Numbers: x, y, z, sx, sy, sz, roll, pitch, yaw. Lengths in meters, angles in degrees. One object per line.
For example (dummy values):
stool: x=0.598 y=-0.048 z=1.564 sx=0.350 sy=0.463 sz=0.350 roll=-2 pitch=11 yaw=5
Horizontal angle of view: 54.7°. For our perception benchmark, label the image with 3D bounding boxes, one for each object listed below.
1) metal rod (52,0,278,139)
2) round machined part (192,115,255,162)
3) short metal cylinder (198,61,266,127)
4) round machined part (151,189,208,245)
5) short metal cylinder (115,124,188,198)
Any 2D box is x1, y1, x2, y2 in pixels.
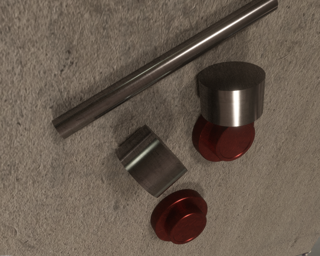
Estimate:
metal rod: x=0.012 y=-0.078 z=0.366 sx=0.301 sy=0.025 sz=0.025 roll=-32 pitch=129 yaw=-8
round machined part: x=0.101 y=0.011 z=0.460 sx=0.099 sy=0.042 sz=0.097 roll=-14 pitch=125 yaw=-21
short metal cylinder: x=0.091 y=-0.045 z=0.395 sx=0.081 sy=0.080 sz=0.050 roll=-21 pitch=127 yaw=-16
round machined part: x=0.038 y=0.153 z=0.513 sx=0.099 sy=0.042 sz=0.097 roll=-14 pitch=125 yaw=-21
short metal cylinder: x=-0.010 y=0.041 z=0.393 sx=0.050 sy=0.080 sz=0.080 roll=-42 pitch=130 yaw=1
